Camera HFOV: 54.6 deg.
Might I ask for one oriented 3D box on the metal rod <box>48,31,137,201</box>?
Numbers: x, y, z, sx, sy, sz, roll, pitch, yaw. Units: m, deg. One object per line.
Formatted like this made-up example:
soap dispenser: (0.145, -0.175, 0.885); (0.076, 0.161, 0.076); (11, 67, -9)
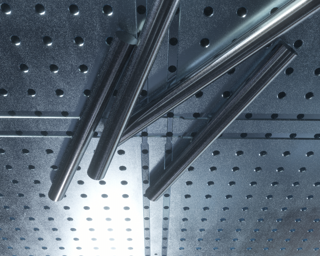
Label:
metal rod: (-0.102, 0.006, 0.415); (0.025, 0.025, 0.298); (21, 127, -17)

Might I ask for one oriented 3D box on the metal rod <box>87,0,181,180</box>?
metal rod: (-0.030, -0.052, 0.347); (0.025, 0.025, 0.298); (18, 122, -15)

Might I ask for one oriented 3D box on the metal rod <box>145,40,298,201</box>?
metal rod: (0.064, 0.010, 0.420); (0.025, 0.025, 0.298); (24, 126, -19)

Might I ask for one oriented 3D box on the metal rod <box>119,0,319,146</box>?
metal rod: (0.041, -0.054, 0.365); (0.299, 0.025, 0.025); (-33, 123, 25)
